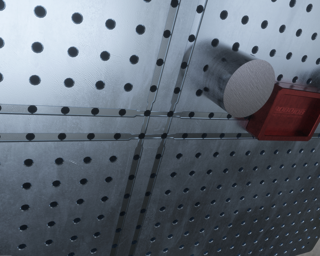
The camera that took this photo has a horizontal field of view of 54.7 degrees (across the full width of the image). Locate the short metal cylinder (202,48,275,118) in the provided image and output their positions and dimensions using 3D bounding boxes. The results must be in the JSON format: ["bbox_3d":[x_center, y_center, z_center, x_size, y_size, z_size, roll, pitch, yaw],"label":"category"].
[{"bbox_3d":[0.104,-0.061,0.414,0.081,0.050,0.079,-14,124,-21],"label":"short metal cylinder"}]

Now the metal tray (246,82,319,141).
[{"bbox_3d":[0.213,-0.024,0.508,0.131,0.030,0.089,2,117,-30],"label":"metal tray"}]
